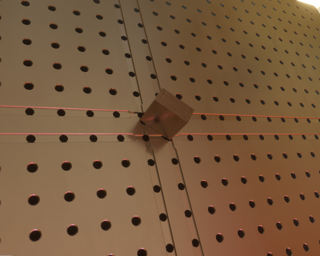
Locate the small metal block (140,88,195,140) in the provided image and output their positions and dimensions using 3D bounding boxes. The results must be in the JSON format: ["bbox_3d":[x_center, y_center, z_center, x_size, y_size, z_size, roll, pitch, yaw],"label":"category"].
[{"bbox_3d":[0.009,-0.017,0.409,0.050,0.050,0.025,35,51,-6],"label":"small metal block"}]
